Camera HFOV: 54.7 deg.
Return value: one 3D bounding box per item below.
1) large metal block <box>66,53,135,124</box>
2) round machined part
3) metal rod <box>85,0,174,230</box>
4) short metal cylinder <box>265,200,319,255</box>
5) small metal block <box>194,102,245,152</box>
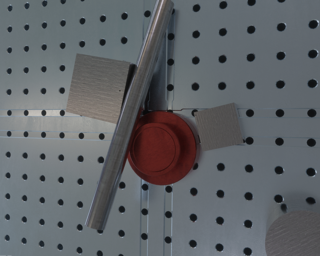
[{"bbox_3d":[-0.074,-0.052,0.425,0.080,0.050,0.079,13,95,19],"label":"large metal block"},{"bbox_3d":[-0.001,0.026,0.404,0.098,0.042,0.097,0,90,19],"label":"round machined part"},{"bbox_3d":[-0.035,-0.024,0.390,0.025,0.025,0.299,14,81,19],"label":"metal rod"},{"bbox_3d":[0.159,0.125,0.343,0.080,0.050,0.079,0,90,20],"label":"short metal cylinder"},{"bbox_3d":[0.075,-0.001,0.386,0.050,0.025,0.050,-14,86,19],"label":"small metal block"}]
